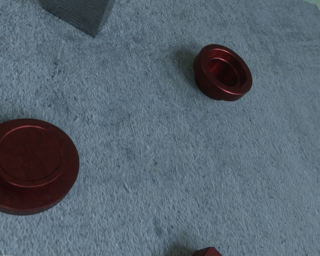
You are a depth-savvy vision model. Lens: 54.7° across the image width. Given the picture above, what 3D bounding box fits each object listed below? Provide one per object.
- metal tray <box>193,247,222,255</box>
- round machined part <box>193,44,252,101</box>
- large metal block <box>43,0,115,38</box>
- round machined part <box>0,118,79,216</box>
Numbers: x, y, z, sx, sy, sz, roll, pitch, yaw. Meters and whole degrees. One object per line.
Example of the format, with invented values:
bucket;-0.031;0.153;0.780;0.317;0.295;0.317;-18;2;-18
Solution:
metal tray;0.068;0.202;0.316;0.130;0.030;0.091;46;51;4
round machined part;0.095;-0.083;0.497;0.099;0.042;0.098;14;56;-21
large metal block;-0.106;-0.186;0.426;0.080;0.080;0.050;28;52;-11
round machined part;-0.129;0.032;0.304;0.099;0.042;0.098;14;56;-21
